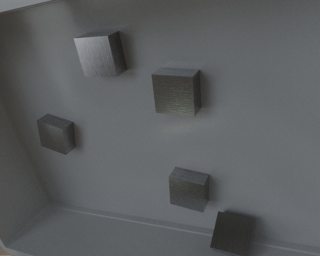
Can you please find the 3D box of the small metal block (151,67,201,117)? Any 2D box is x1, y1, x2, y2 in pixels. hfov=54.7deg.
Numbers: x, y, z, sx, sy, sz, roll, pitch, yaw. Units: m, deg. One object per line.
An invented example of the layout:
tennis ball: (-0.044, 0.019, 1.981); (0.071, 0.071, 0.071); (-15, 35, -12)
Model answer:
small metal block: (0.021, -0.043, 0.370); (0.050, 0.025, 0.050); (8, 122, 24)

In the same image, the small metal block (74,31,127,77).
small metal block: (-0.074, -0.092, 0.389); (0.050, 0.025, 0.050); (4, 120, 26)

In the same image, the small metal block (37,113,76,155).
small metal block: (-0.167, 0.010, 0.500); (0.050, 0.025, 0.050); (17, 125, 18)

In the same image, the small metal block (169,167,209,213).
small metal block: (0.042, 0.087, 0.440); (0.050, 0.025, 0.050); (10, 123, 22)

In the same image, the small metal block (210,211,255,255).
small metal block: (0.101, 0.148, 0.426); (0.050, 0.050, 0.025); (7, 152, 24)
